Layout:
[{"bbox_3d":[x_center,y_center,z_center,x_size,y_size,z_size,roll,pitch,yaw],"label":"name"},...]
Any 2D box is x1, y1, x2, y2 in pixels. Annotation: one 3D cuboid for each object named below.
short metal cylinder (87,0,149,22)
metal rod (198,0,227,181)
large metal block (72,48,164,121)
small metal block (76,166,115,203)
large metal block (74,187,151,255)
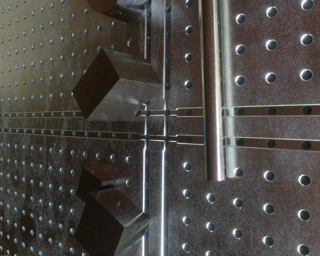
[{"bbox_3d":[-0.059,-0.197,0.440,0.080,0.050,0.079,0,90,39],"label":"short metal cylinder"},{"bbox_3d":[0.059,-0.090,0.358,0.025,0.025,0.298,-3,88,39],"label":"metal rod"},{"bbox_3d":[-0.057,-0.054,0.418,0.080,0.081,0.050,-44,64,31],"label":"large metal block"},{"bbox_3d":[-0.103,0.094,0.492,0.050,0.025,0.050,27,107,36],"label":"small metal block"},{"bbox_3d":[-0.071,0.145,0.449,0.080,0.050,0.079,32,110,35],"label":"large metal block"}]
